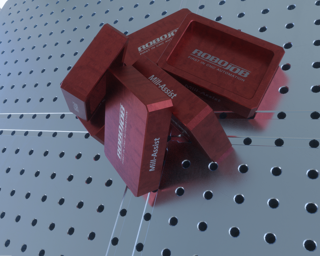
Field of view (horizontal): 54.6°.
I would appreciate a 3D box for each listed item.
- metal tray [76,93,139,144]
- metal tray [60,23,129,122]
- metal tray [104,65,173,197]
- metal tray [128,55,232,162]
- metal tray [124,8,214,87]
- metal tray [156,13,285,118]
[{"bbox_3d":[-0.066,-0.050,0.471,0.130,0.030,0.090,-43,52,-2],"label":"metal tray"},{"bbox_3d":[-0.081,-0.063,0.393,0.030,0.130,0.090,33,76,-5],"label":"metal tray"},{"bbox_3d":[-0.031,0.005,0.361,0.030,0.129,0.090,-16,43,-30],"label":"metal tray"},{"bbox_3d":[0.021,-0.024,0.370,0.030,0.090,0.130,-44,51,-2],"label":"metal tray"},{"bbox_3d":[0.007,-0.116,0.450,0.131,0.030,0.090,-29,54,-8],"label":"metal tray"},{"bbox_3d":[0.073,-0.080,0.385,0.130,0.030,0.090,27,75,14],"label":"metal tray"}]
